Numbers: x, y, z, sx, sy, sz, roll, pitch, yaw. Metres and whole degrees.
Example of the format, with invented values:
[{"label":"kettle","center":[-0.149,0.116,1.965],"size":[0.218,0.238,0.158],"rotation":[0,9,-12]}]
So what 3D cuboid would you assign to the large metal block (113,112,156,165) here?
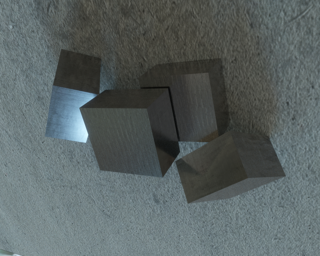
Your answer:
[{"label":"large metal block","center":[-0.032,0.005,0.408],"size":[0.080,0.050,0.080],"rotation":[0,119,27]}]

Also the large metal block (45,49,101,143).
[{"label":"large metal block","center":[-0.110,-0.041,0.395],"size":[0.050,0.080,0.079],"rotation":[10,130,-18]}]

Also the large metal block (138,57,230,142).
[{"label":"large metal block","center":[0.031,-0.031,0.356],"size":[0.080,0.050,0.080],"rotation":[0,119,27]}]

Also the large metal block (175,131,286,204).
[{"label":"large metal block","center":[0.079,0.046,0.350],"size":[0.080,0.081,0.050],"rotation":[-35,61,38]}]

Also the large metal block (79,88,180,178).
[{"label":"large metal block","center":[-0.030,0.003,0.341],"size":[0.080,0.050,0.079],"rotation":[2,120,27]}]
